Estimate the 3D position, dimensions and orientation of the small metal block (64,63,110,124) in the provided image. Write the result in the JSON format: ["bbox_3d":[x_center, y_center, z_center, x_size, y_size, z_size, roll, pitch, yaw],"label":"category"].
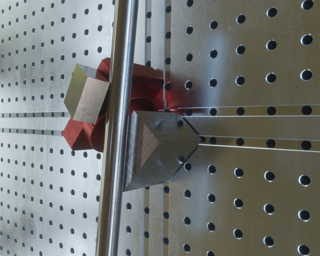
[{"bbox_3d":[-0.084,-0.039,0.349,0.050,0.025,0.050,45,117,51],"label":"small metal block"}]

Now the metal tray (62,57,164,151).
[{"bbox_3d":[-0.063,-0.027,0.416,0.030,0.091,0.129,51,119,28],"label":"metal tray"}]

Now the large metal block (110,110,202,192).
[{"bbox_3d":[-0.010,0.027,0.376,0.050,0.081,0.080,50,119,28],"label":"large metal block"}]

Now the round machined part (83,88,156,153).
[{"bbox_3d":[-0.045,-0.001,0.402,0.042,0.099,0.097,50,119,28],"label":"round machined part"}]

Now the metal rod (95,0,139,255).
[{"bbox_3d":[-0.049,0.011,0.343,0.025,0.025,0.298,9,96,39],"label":"metal rod"}]
